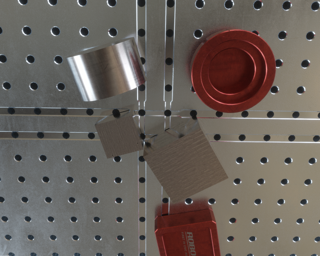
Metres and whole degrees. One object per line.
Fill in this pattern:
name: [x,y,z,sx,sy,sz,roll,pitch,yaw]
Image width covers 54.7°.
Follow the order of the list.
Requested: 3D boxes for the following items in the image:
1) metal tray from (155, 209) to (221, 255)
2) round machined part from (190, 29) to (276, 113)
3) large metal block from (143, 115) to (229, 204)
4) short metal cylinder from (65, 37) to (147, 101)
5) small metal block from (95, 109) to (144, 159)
metal tray: [0.047,0.194,0.483,0.091,0.030,0.129,-10,110,3]
round machined part: [0.086,-0.071,0.379,0.099,0.042,0.097,0,110,-1]
large metal block: [0.034,0.042,0.416,0.080,0.050,0.080,-28,108,9]
short metal cylinder: [-0.061,-0.069,0.358,0.080,0.080,0.050,-15,110,5]
small metal block: [-0.053,0.008,0.416,0.050,0.025,0.050,-15,110,5]
